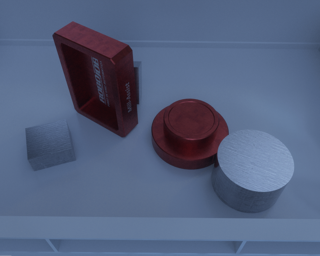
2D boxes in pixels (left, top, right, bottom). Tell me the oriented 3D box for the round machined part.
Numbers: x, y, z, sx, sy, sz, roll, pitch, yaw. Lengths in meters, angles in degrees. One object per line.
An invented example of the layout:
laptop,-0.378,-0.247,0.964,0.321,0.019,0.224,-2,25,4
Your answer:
round machined part,0.038,0.001,0.394,0.099,0.042,0.098,0,50,0

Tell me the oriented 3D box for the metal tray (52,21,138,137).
metal tray,-0.075,-0.055,0.382,0.090,0.129,0.030,28,56,21

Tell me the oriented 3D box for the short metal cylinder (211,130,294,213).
short metal cylinder,0.102,0.048,0.350,0.081,0.050,0.080,0,50,0

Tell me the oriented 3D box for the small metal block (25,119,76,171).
small metal block,-0.136,0.021,0.386,0.050,0.025,0.050,-14,52,-12

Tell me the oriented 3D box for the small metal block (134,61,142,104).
small metal block,-0.040,-0.064,0.430,0.025,0.050,0.050,1,21,0
